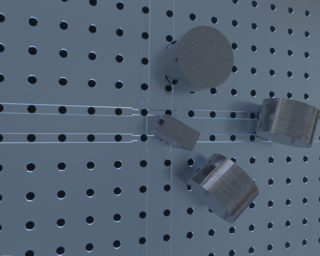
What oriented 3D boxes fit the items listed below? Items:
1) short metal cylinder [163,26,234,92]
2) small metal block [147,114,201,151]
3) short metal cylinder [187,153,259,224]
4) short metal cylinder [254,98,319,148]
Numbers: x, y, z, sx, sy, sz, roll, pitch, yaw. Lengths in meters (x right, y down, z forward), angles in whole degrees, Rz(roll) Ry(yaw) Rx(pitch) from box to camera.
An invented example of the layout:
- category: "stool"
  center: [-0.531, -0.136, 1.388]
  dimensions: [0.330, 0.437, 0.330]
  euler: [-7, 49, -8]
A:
- category: "short metal cylinder"
  center: [0.051, -0.090, 0.418]
  dimensions: [0.081, 0.050, 0.079]
  euler: [0, 90, -20]
- category: "small metal block"
  center: [0.017, 0.006, 0.405]
  dimensions: [0.050, 0.050, 0.025]
  euler: [29, 81, -18]
- category: "short metal cylinder"
  center: [0.083, 0.080, 0.414]
  dimensions: [0.050, 0.080, 0.080]
  euler: [-43, 104, -15]
- category: "short metal cylinder"
  center: [0.184, -0.006, 0.451]
  dimensions: [0.081, 0.080, 0.050]
  euler: [19, 84, -19]
